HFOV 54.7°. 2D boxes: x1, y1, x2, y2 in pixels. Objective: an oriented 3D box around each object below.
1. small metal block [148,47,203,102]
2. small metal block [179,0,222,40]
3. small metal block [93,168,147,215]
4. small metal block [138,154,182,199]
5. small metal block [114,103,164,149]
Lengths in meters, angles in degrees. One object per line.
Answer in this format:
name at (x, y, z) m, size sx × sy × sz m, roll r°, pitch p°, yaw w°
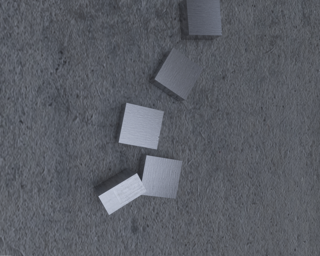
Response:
small metal block at (0.021, -0.071, 0.417) m, size 0.050 × 0.025 × 0.050 m, roll 32°, pitch 80°, yaw -17°
small metal block at (0.056, -0.150, 0.429) m, size 0.050 × 0.025 × 0.050 m, roll -5°, pitch 92°, yaw -20°
small metal block at (-0.050, 0.075, 0.377) m, size 0.050 × 0.050 × 0.025 m, roll -30°, pitch 100°, yaw -17°
small metal block at (-0.002, 0.063, 0.408) m, size 0.050 × 0.025 × 0.050 m, roll 11°, pitch 86°, yaw -20°
small metal block at (-0.027, -0.002, 0.399) m, size 0.050 × 0.025 × 0.050 m, roll 12°, pitch 86°, yaw -20°
